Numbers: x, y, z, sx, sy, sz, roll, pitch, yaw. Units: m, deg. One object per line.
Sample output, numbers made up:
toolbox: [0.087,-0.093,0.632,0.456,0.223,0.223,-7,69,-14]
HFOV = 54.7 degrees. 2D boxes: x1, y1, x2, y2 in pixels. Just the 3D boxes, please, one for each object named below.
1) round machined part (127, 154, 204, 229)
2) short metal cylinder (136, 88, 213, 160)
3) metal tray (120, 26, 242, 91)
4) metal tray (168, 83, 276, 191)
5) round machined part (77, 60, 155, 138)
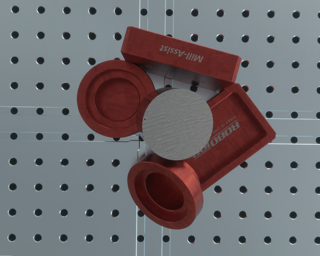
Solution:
round machined part: [0.011,0.074,0.388,0.098,0.042,0.097,18,125,28]
short metal cylinder: [0.015,-0.007,0.364,0.081,0.050,0.079,-2,99,-12]
metal tray: [0.023,-0.081,0.381,0.131,0.090,0.030,15,90,-1]
metal tray: [0.073,0.013,0.411,0.130,0.030,0.090,-36,90,-1]
round machined part: [-0.054,-0.036,0.404,0.099,0.042,0.097,0,90,-1]
